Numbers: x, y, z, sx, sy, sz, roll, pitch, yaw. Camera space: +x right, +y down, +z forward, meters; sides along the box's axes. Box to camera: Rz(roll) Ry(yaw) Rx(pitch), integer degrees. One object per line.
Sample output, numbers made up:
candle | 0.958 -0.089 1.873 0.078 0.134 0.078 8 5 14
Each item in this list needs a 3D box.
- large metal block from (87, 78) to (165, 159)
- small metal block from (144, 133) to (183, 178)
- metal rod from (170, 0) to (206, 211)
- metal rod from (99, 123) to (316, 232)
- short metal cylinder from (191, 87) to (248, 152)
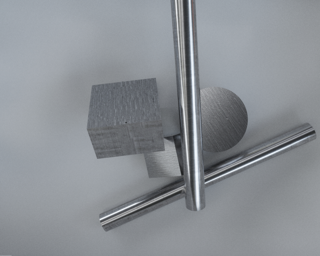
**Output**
large metal block | -0.040 -0.013 0.377 0.081 0.080 0.050 -7 133 -1
small metal block | 0.008 0.036 0.399 0.050 0.025 0.050 -11 92 35
metal rod | 0.031 -0.044 0.339 0.025 0.025 0.298 -6 109 0
metal rod | 0.063 0.065 0.412 0.301 0.025 0.025 -24 90 -1
short metal cylinder | 0.066 -0.010 0.400 0.081 0.050 0.079 0 90 -1
